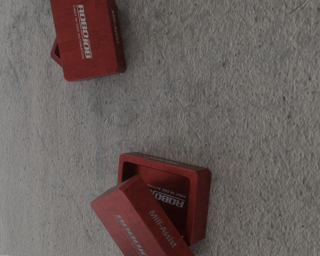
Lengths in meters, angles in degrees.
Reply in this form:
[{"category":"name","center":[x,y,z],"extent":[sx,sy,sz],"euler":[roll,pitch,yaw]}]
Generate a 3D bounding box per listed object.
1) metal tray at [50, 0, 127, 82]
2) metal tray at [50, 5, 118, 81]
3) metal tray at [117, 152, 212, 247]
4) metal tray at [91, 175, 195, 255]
[{"category":"metal tray","center":[-0.106,-0.139,0.456],"extent":[0.090,0.030,0.129],"euler":[-7,95,19]},{"category":"metal tray","center":[-0.128,-0.155,0.507],"extent":[0.090,0.030,0.129],"euler":[40,114,32]},{"category":"metal tray","center":[-0.001,0.086,0.402],"extent":[0.130,0.030,0.089],"euler":[9,96,39]},{"category":"metal tray","center":[-0.021,0.128,0.376],"extent":[0.130,0.030,0.090],"euler":[56,138,0]}]
